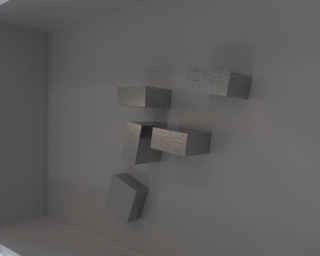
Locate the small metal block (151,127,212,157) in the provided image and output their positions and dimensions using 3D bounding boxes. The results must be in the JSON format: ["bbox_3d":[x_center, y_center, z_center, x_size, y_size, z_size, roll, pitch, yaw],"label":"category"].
[{"bbox_3d":[0.025,0.015,0.370,0.050,0.050,0.025,11,97,39],"label":"small metal block"}]

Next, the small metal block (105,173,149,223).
[{"bbox_3d":[-0.048,0.099,0.447,0.050,0.025,0.050,27,107,37],"label":"small metal block"}]

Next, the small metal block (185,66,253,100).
[{"bbox_3d":[0.064,-0.049,0.337,0.050,0.050,0.025,16,100,39],"label":"small metal block"}]

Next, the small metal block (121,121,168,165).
[{"bbox_3d":[-0.020,0.018,0.407,0.025,0.050,0.050,18,101,39],"label":"small metal block"}]

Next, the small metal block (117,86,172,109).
[{"bbox_3d":[-0.021,-0.040,0.408,0.050,0.050,0.025,4,93,40],"label":"small metal block"}]
